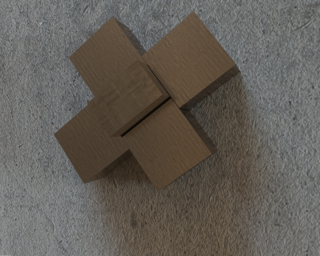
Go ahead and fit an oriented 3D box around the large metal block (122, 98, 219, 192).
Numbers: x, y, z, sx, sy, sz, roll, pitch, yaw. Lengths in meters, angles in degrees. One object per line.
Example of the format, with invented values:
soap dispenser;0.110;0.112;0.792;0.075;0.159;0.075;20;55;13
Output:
large metal block;0.014;0.020;0.390;0.080;0.050;0.080;-38;78;15

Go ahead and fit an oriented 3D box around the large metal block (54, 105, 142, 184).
large metal block;-0.082;0.017;0.424;0.080;0.050;0.080;-38;78;15

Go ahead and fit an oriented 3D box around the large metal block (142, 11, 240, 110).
large metal block;0.039;-0.079;0.382;0.080;0.050;0.080;-38;78;15

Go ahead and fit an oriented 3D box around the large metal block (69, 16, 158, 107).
large metal block;-0.060;-0.085;0.416;0.080;0.050;0.080;-38;78;15

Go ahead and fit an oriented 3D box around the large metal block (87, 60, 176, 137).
large metal block;-0.028;-0.033;0.390;0.080;0.080;0.050;-38;78;16
